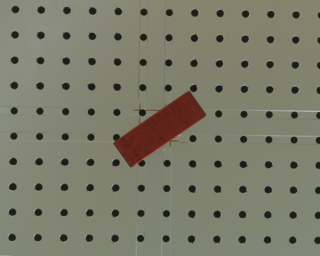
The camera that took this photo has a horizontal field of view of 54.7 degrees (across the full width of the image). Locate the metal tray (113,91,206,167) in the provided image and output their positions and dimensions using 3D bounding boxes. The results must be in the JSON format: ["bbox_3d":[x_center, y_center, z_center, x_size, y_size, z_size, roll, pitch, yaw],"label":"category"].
[{"bbox_3d":[0.000,0.001,0.361,0.090,0.130,0.030,-35,90,0],"label":"metal tray"}]
